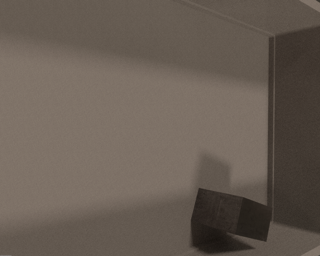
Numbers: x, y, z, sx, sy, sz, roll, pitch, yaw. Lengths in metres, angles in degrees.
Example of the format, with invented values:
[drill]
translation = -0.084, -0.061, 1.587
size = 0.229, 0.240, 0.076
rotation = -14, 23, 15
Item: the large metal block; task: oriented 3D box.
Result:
[large metal block]
translation = 0.108, 0.129, 0.464
size = 0.080, 0.080, 0.050
rotation = 26, 74, -38
